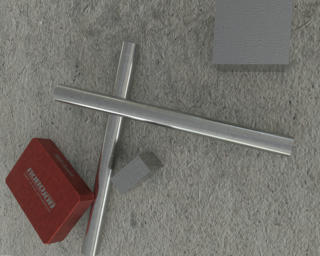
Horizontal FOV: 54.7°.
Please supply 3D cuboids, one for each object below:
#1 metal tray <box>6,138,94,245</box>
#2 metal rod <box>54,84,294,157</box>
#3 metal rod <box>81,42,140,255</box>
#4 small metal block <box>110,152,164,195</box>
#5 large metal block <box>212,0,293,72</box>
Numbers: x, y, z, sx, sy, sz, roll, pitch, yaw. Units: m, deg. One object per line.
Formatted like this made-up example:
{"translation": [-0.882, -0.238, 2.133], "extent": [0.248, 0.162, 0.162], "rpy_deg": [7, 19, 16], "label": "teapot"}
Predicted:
{"translation": [-0.163, 0.087, 0.448], "extent": [0.130, 0.030, 0.090], "rpy_deg": [43, 103, 26], "label": "metal tray"}
{"translation": [0.007, -0.013, 0.387], "extent": [0.301, 0.025, 0.025], "rpy_deg": [14, 95, 12], "label": "metal rod"}
{"translation": [-0.070, 0.032, 0.432], "extent": [0.025, 0.025, 0.298], "rpy_deg": [13, 94, 19], "label": "metal rod"}
{"translation": [-0.029, 0.058, 0.405], "extent": [0.050, 0.050, 0.025], "rpy_deg": [-41, 77, 15], "label": "small metal block"}
{"translation": [0.107, -0.109, 0.358], "extent": [0.080, 0.050, 0.079], "rpy_deg": [4, 91, 19], "label": "large metal block"}
